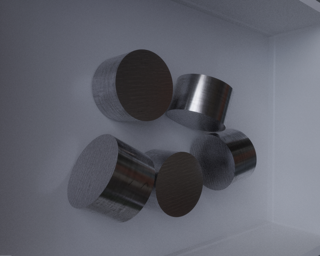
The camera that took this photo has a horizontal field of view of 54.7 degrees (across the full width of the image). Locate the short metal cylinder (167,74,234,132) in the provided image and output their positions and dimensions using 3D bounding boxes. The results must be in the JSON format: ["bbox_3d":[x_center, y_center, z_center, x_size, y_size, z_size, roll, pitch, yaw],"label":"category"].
[{"bbox_3d":[0.055,-0.032,0.418,0.080,0.080,0.050,27,73,-37],"label":"short metal cylinder"}]

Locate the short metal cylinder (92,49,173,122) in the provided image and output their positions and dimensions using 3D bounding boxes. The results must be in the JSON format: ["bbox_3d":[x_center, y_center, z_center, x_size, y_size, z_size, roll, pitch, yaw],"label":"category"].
[{"bbox_3d":[-0.031,-0.047,0.363,0.081,0.050,0.079,0,90,-40],"label":"short metal cylinder"}]

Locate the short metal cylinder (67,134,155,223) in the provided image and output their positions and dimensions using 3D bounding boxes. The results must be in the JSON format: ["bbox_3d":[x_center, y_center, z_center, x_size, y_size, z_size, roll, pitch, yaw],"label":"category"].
[{"bbox_3d":[-0.052,0.053,0.326,0.050,0.080,0.080,34,69,-35],"label":"short metal cylinder"}]

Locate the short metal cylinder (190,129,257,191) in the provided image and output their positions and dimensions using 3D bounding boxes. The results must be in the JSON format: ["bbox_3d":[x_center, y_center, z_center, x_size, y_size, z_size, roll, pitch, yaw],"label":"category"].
[{"bbox_3d":[0.090,0.044,0.447,0.050,0.080,0.079,-12,98,-40],"label":"short metal cylinder"}]

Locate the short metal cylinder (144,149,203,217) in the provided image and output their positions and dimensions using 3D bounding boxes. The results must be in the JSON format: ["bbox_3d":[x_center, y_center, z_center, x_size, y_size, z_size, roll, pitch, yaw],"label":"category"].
[{"bbox_3d":[0.010,0.069,0.398,0.081,0.050,0.079,0,90,-40],"label":"short metal cylinder"}]
